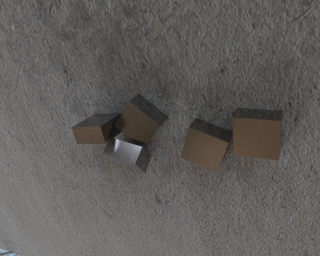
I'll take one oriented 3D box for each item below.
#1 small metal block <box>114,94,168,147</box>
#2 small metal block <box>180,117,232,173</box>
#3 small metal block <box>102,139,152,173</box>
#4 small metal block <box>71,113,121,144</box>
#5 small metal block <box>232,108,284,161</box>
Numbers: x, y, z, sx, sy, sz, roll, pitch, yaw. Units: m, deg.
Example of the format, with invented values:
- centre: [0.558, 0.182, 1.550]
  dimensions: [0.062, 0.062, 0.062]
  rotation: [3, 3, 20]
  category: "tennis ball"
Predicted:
- centre: [-0.026, -0.009, 0.415]
  dimensions: [0.050, 0.025, 0.050]
  rotation: [39, 129, 1]
  category: "small metal block"
- centre: [0.058, 0.022, 0.390]
  dimensions: [0.050, 0.025, 0.050]
  rotation: [23, 127, 14]
  category: "small metal block"
- centre: [-0.045, 0.039, 0.439]
  dimensions: [0.050, 0.025, 0.050]
  rotation: [15, 163, 19]
  category: "small metal block"
- centre: [-0.085, 0.000, 0.434]
  dimensions: [0.050, 0.050, 0.025]
  rotation: [-2, 112, 29]
  category: "small metal block"
- centre: [0.111, 0.006, 0.352]
  dimensions: [0.050, 0.025, 0.050]
  rotation: [5, 121, 25]
  category: "small metal block"
